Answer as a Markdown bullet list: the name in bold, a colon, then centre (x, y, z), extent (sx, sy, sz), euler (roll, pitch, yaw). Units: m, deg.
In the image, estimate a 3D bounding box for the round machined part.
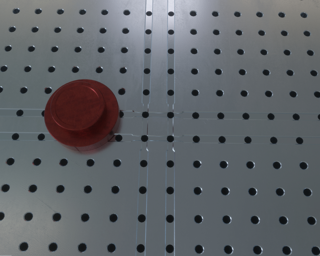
- **round machined part**: centre (-0.104, -0.022, 0.410), extent (0.099, 0.042, 0.098), euler (0, 70, 0)
